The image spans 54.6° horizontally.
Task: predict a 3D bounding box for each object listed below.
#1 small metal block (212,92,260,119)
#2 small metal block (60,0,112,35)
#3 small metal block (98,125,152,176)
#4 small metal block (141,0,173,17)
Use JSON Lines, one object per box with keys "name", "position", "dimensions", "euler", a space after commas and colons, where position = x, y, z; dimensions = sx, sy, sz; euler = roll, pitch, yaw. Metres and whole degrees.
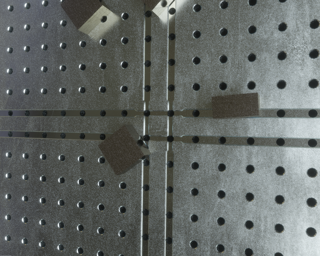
{"name": "small metal block", "position": [0.092, -0.025, 0.367], "dimensions": [0.050, 0.050, 0.025], "euler": [-4, 89, 20]}
{"name": "small metal block", "position": [-0.108, -0.175, 0.451], "dimensions": [0.050, 0.025, 0.050], "euler": [-39, 78, 16]}
{"name": "small metal block", "position": [-0.049, 0.030, 0.430], "dimensions": [0.050, 0.025, 0.050], "euler": [-37, 78, 16]}
{"name": "small metal block", "position": [-0.006, -0.188, 0.415], "dimensions": [0.050, 0.025, 0.050], "euler": [-46, 76, 14]}
